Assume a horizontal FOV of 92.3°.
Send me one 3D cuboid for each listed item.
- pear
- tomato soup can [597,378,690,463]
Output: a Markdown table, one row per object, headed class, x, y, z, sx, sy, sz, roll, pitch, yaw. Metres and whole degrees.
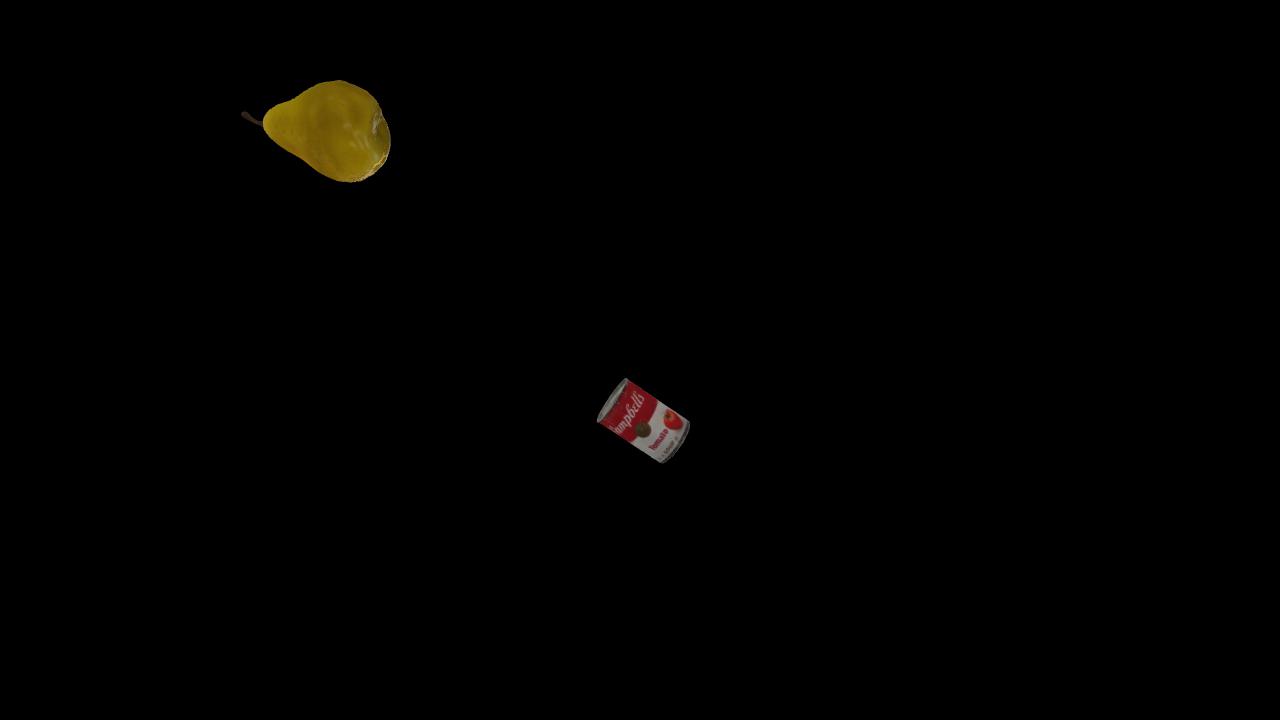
| class | x | y | z | sx | sy | sz | roll | pitch | yaw |
| --- | --- | --- | --- | --- | --- | --- | --- | --- | --- |
| pear | -0.271 | -0.188 | 0.514 | 0.111 | 0.080 | 0.080 | -3 | 0 | 3 |
| tomato soup can | 0.005 | 0.078 | 0.784 | 0.101 | 0.068 | 0.068 | 35 | -6 | -9 |
